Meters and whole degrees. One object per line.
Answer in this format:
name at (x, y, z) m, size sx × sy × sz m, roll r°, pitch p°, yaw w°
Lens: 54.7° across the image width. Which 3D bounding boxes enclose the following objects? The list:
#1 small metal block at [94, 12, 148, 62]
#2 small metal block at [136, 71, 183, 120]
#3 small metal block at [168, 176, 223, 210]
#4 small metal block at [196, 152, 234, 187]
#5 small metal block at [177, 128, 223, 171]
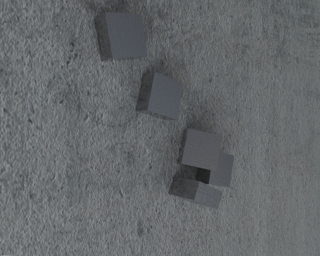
small metal block at (-0.045, -0.107, 0.366) m, size 0.050 × 0.025 × 0.050 m, roll -14°, pitch 99°, yaw -39°
small metal block at (0.000, -0.040, 0.404) m, size 0.050 × 0.025 × 0.050 m, roll 16°, pitch 80°, yaw -39°
small metal block at (0.049, 0.090, 0.429) m, size 0.050 × 0.050 × 0.025 m, roll 29°, pitch 72°, yaw -36°
small metal block at (0.085, 0.062, 0.476) m, size 0.050 × 0.025 × 0.050 m, roll 16°, pitch 80°, yaw -39°
small metal block at (0.056, 0.031, 0.437) m, size 0.050 × 0.025 × 0.050 m, roll 13°, pitch 80°, yaw -9°
